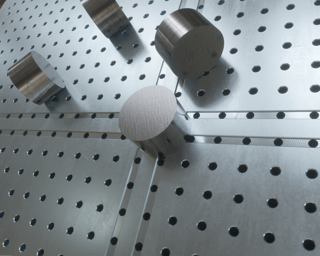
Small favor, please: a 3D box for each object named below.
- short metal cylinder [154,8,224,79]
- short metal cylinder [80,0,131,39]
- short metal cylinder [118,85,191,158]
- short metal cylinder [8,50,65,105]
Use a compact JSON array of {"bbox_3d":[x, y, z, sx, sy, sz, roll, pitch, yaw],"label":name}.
[{"bbox_3d":[0.039,-0.114,0.422,0.080,0.080,0.050,-35,51,5],"label":"short metal cylinder"},{"bbox_3d":[-0.096,-0.208,0.551,0.050,0.080,0.080,-34,51,6],"label":"short metal cylinder"},{"bbox_3d":[-0.006,-0.008,0.401,0.080,0.050,0.080,-13,56,21],"label":"short metal cylinder"},{"bbox_3d":[-0.213,-0.087,0.538,0.050,0.080,0.080,-37,51,4],"label":"short metal cylinder"}]
